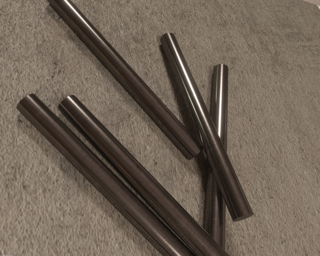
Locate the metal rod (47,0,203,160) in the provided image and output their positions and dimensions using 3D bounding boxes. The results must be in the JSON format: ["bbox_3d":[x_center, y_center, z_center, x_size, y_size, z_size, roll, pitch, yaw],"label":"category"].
[{"bbox_3d":[-0.051,-0.077,0.424,0.300,0.025,0.025,48,51,5],"label":"metal rod"}]

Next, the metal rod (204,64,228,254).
[{"bbox_3d":[0.082,0.023,0.435,0.025,0.025,0.300,21,54,-16],"label":"metal rod"}]

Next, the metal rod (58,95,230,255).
[{"bbox_3d":[-0.004,0.075,0.341,0.300,0.025,0.025,45,51,9],"label":"metal rod"}]

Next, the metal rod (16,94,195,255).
[{"bbox_3d":[-0.041,0.076,0.336,0.300,0.025,0.025,45,51,2],"label":"metal rod"}]

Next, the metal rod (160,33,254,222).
[{"bbox_3d":[0.054,-0.021,0.427,0.025,0.025,0.299,0,56,-29],"label":"metal rod"}]
